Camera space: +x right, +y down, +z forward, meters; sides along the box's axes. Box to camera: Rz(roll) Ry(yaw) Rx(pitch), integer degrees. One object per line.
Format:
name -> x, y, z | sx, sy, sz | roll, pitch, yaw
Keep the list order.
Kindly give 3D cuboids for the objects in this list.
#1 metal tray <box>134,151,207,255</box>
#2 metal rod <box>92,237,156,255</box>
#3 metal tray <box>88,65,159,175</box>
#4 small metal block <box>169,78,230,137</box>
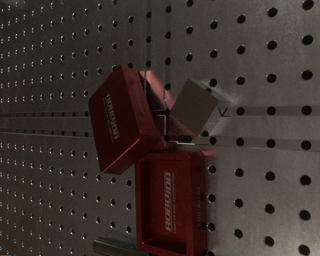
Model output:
metal tray -> 0.011, 0.095, 0.394 | 0.090, 0.030, 0.129 | -3, 88, 39
metal rod -> 0.020, 0.176, 0.390 | 0.300, 0.025, 0.025 | -4, 88, 39
metal tray -> -0.056, -0.012, 0.429 | 0.090, 0.030, 0.130 | -42, 50, 31
small metal block -> 0.046, -0.024, 0.370 | 0.050, 0.025, 0.050 | 42, 115, 31
